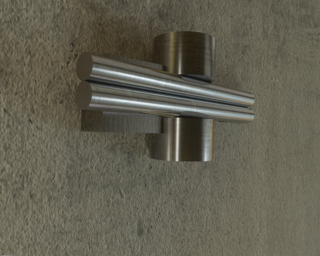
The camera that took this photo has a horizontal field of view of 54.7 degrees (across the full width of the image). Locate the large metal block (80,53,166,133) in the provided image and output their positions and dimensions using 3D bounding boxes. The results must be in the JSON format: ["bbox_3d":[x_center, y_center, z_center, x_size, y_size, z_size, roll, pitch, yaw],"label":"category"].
[{"bbox_3d":[-0.042,-0.035,0.355,0.081,0.050,0.080,2,89,-40],"label":"large metal block"}]

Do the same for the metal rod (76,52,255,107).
[{"bbox_3d":[0.036,-0.049,0.378,0.302,0.025,0.025,2,89,-48],"label":"metal rod"}]

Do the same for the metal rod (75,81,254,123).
[{"bbox_3d":[0.036,-0.024,0.378,0.302,0.025,0.025,2,89,-48],"label":"metal rod"}]

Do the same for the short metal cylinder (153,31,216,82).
[{"bbox_3d":[0.031,-0.086,0.396,0.081,0.080,0.050,2,89,-40],"label":"short metal cylinder"}]

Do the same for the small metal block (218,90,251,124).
[{"bbox_3d":[0.123,-0.033,0.509,0.050,0.025,0.050,4,88,-40],"label":"small metal block"}]

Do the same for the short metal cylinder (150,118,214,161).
[{"bbox_3d":[0.028,0.014,0.393,0.081,0.080,0.050,2,89,-40],"label":"short metal cylinder"}]
